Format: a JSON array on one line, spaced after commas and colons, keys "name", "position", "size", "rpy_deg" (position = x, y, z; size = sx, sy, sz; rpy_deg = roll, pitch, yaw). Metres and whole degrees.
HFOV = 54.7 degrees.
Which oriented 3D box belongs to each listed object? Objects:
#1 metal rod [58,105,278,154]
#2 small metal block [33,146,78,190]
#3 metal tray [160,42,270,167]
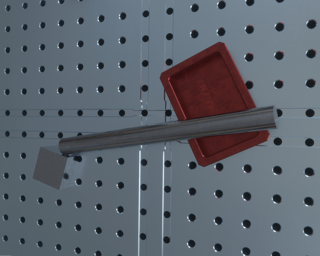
[{"name": "metal rod", "position": [-0.011, 0.008, 0.390], "size": [0.300, 0.025, 0.025], "rpy_deg": [-8, 87, 29]}, {"name": "small metal block", "position": [-0.158, 0.059, 0.467], "size": [0.050, 0.025, 0.050], "rpy_deg": [18, 96, 18]}, {"name": "metal tray", "position": [0.067, -0.028, 0.385], "size": [0.090, 0.030, 0.129], "rpy_deg": [-26, 82, 17]}]
